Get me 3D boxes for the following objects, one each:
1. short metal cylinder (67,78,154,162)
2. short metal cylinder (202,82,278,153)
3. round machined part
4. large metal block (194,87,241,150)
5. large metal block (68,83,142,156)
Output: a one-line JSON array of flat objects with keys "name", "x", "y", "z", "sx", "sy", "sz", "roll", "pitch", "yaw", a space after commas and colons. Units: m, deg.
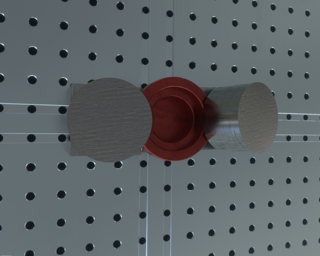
[{"name": "short metal cylinder", "x": -0.047, "y": -0.008, "z": 0.315, "sx": 0.080, "sy": 0.050, "sz": 0.079, "roll": 0, "pitch": 91, "yaw": 1}, {"name": "short metal cylinder", "x": 0.096, "y": -0.012, "z": 0.368, "sx": 0.081, "sy": 0.050, "sz": 0.080, "roll": 0, "pitch": 90, "yaw": -40}, {"name": "round machined part", "x": 0.011, "y": -0.011, "z": 0.376, "sx": 0.099, "sy": 0.042, "sz": 0.097, "roll": 0, "pitch": 90, "yaw": -20}, {"name": "large metal block", "x": 0.073, "y": -0.013, "z": 0.426, "sx": 0.081, "sy": 0.050, "sz": 0.080, "roll": -1, "pitch": 91, "yaw": -20}, {"name": "large metal block", "x": -0.068, "y": -0.009, "z": 0.374, "sx": 0.081, "sy": 0.050, "sz": 0.080, "roll": 1, "pitch": 90, "yaw": -20}]
